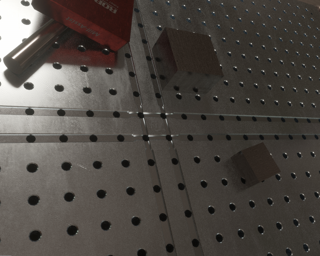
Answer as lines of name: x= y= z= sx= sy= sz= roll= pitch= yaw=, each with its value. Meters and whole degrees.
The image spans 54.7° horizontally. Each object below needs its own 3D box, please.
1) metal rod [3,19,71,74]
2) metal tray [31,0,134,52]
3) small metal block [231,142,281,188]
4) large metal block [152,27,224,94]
metal rod: x=-0.116 y=-0.177 z=0.454 sx=0.025 sy=0.025 sz=0.301 roll=33 pitch=51 yaw=-7
metal tray: x=-0.100 y=-0.175 z=0.429 sx=0.131 sy=0.030 sz=0.090 roll=21 pitch=60 yaw=-36
small metal block: x=0.140 y=0.054 z=0.454 sx=0.050 sy=0.025 sz=0.050 roll=-15 pitch=70 yaw=-34
large metal block: x=0.041 y=-0.102 z=0.478 sx=0.081 sy=0.050 sz=0.080 roll=1 pitch=61 yaw=-28
